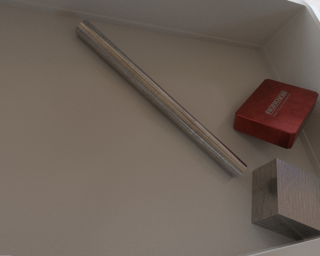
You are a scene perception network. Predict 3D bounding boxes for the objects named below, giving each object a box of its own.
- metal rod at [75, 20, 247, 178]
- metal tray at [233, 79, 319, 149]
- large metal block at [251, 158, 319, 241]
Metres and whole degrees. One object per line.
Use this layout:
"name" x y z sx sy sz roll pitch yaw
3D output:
"metal rod" 0.001 -0.040 0.432 0.300 0.025 0.025 42 51 0
"metal tray" 0.186 -0.028 0.494 0.090 0.030 0.131 23 44 28
"large metal block" 0.176 0.099 0.426 0.080 0.050 0.080 24 53 -14
